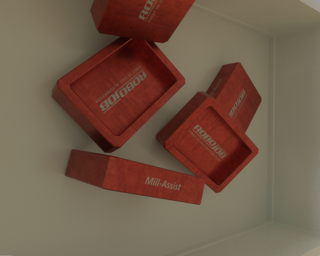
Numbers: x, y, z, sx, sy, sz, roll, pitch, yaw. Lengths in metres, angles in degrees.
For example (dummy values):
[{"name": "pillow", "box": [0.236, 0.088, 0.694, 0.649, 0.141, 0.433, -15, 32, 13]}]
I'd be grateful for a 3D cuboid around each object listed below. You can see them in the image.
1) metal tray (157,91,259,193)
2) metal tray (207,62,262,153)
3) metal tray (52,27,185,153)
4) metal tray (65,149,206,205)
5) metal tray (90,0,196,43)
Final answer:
[{"name": "metal tray", "box": [0.070, 0.023, 0.436, 0.090, 0.030, 0.130, -47, 120, 1]}, {"name": "metal tray", "box": [0.110, -0.030, 0.498, 0.090, 0.030, 0.130, 49, 61, -29]}, {"name": "metal tray", "box": [-0.041, -0.047, 0.350, 0.090, 0.030, 0.131, 48, 58, -8]}, {"name": "metal tray", "box": [-0.025, 0.055, 0.344, 0.131, 0.090, 0.030, 20, 79, -39]}, {"name": "metal tray", "box": [-0.004, -0.146, 0.305, 0.091, 0.129, 0.030, -2, 59, -36]}]
